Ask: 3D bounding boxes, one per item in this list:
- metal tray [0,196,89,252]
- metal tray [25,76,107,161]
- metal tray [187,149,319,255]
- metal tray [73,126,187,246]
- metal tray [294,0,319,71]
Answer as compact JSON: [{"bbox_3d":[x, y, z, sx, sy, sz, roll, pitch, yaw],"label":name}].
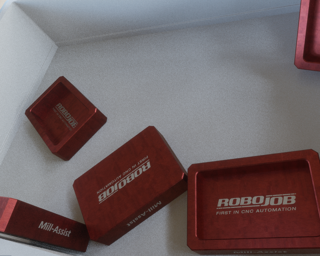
[{"bbox_3d":[-0.151,0.109,0.351,0.090,0.130,0.030,-1,62,28],"label":"metal tray"},{"bbox_3d":[-0.153,-0.020,0.495,0.090,0.030,0.130,-46,51,-5],"label":"metal tray"},{"bbox_3d":[0.093,0.075,0.307,0.130,0.030,0.090,-10,57,22],"label":"metal tray"},{"bbox_3d":[-0.037,0.068,0.380,0.130,0.030,0.090,-36,51,4],"label":"metal tray"},{"bbox_3d":[0.193,-0.121,0.313,0.090,0.129,0.030,17,37,36],"label":"metal tray"}]
